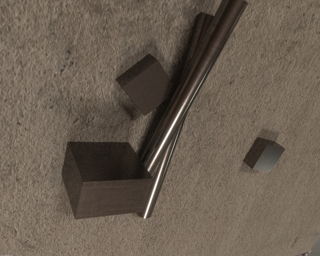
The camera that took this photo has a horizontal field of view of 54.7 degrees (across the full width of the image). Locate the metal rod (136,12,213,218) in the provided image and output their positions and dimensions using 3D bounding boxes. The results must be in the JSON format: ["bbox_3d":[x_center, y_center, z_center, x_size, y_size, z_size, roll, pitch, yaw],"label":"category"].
[{"bbox_3d":[0.017,-0.001,0.417,0.025,0.025,0.298,3,117,-30],"label":"metal rod"}]

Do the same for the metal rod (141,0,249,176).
[{"bbox_3d":[0.017,-0.015,0.382,0.025,0.025,0.298,9,122,-33],"label":"metal rod"}]

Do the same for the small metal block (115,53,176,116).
[{"bbox_3d":[-0.016,-0.051,0.368,0.050,0.025,0.050,-39,130,-3],"label":"small metal block"}]

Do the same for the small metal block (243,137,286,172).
[{"bbox_3d":[0.181,0.047,0.538,0.050,0.025,0.050,13,112,-34],"label":"small metal block"}]

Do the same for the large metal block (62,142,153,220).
[{"bbox_3d":[-0.066,0.059,0.372,0.081,0.080,0.050,2,117,-30],"label":"large metal block"}]
